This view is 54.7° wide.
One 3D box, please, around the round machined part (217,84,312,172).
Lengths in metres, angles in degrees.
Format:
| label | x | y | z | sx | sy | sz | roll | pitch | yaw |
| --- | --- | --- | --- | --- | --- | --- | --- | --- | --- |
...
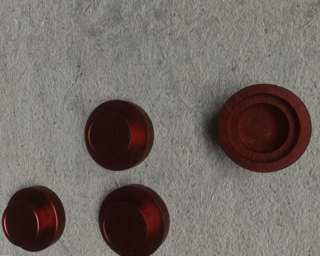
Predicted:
| label | x | y | z | sx | sy | sz | roll | pitch | yaw |
| --- | --- | --- | --- | --- | --- | --- | --- | --- | --- |
| round machined part | 0.119 | 0.000 | 0.358 | 0.098 | 0.042 | 0.097 | 0 | 90 | 20 |

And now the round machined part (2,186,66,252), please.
| label | x | y | z | sx | sy | sz | roll | pitch | yaw |
| --- | --- | --- | --- | --- | --- | --- | --- | --- | --- |
| round machined part | -0.197 | 0.140 | 0.470 | 0.098 | 0.042 | 0.097 | 0 | 90 | 20 |

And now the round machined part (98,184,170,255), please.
| label | x | y | z | sx | sy | sz | roll | pitch | yaw |
| --- | --- | --- | --- | --- | --- | --- | --- | --- | --- |
| round machined part | -0.040 | 0.127 | 0.414 | 0.098 | 0.042 | 0.097 | 0 | 90 | 20 |

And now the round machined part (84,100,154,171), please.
| label | x | y | z | sx | sy | sz | roll | pitch | yaw |
| --- | --- | --- | --- | --- | --- | --- | --- | --- | --- |
| round machined part | -0.061 | 0.010 | 0.421 | 0.098 | 0.042 | 0.097 | 0 | 90 | 20 |
